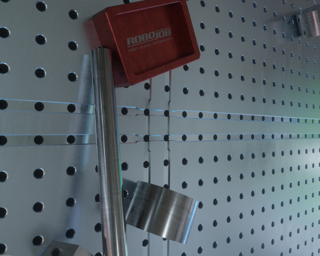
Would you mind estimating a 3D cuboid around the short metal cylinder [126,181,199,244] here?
[{"bbox_3d":[0.001,0.102,0.375,0.080,0.080,0.050,31,71,-36],"label":"short metal cylinder"}]

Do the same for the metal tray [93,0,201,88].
[{"bbox_3d":[-0.010,-0.114,0.396,0.131,0.030,0.089,-29,108,-36],"label":"metal tray"}]

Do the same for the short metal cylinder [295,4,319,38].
[{"bbox_3d":[0.333,-0.228,0.652,0.081,0.080,0.050,-35,112,-34],"label":"short metal cylinder"}]

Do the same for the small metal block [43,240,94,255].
[{"bbox_3d":[-0.087,0.142,0.318,0.050,0.050,0.025,50,49,-29],"label":"small metal block"}]

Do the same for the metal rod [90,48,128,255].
[{"bbox_3d":[-0.052,0.060,0.325,0.025,0.025,0.299,4,75,-40],"label":"metal rod"}]
